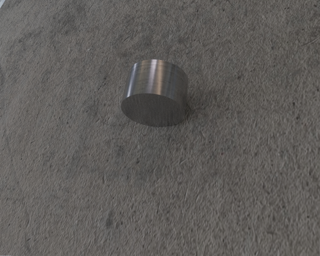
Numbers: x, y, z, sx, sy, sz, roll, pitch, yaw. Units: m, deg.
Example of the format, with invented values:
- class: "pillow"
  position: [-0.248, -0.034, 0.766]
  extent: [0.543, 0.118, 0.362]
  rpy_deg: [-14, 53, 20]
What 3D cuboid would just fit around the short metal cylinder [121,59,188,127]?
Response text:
- class: "short metal cylinder"
  position: [-0.006, -0.042, 0.398]
  extent: [0.080, 0.080, 0.050]
  rpy_deg: [-6, 59, 25]
